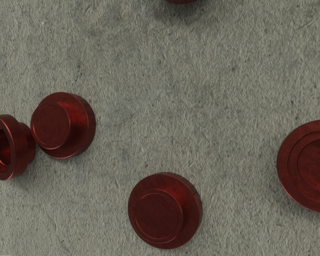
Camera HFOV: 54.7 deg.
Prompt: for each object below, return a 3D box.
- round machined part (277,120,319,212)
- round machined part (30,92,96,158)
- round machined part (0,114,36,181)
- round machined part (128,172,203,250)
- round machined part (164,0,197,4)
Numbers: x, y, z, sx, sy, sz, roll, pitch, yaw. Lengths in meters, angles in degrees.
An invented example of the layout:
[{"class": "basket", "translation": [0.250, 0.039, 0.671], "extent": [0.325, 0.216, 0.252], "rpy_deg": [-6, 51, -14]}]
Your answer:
[{"class": "round machined part", "translation": [0.179, 0.039, 0.336], "extent": [0.098, 0.042, 0.097], "rpy_deg": [0, 90, 20]}, {"class": "round machined part", "translation": [-0.147, -0.004, 0.452], "extent": [0.098, 0.042, 0.097], "rpy_deg": [0, 90, 20]}, {"class": "round machined part", "translation": [-0.227, 0.027, 0.470], "extent": [0.098, 0.042, 0.097], "rpy_deg": [7, 102, 35]}, {"class": "round machined part", "translation": [0.003, 0.108, 0.399], "extent": [0.098, 0.042, 0.097], "rpy_deg": [0, 90, 20]}, {"class": "round machined part", "translation": [0.031, -0.204, 0.389], "extent": [0.098, 0.042, 0.097], "rpy_deg": [0, 90, 20]}]
